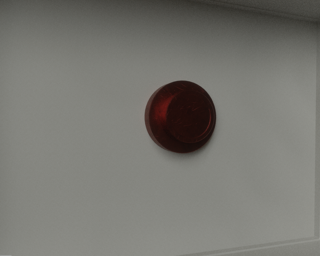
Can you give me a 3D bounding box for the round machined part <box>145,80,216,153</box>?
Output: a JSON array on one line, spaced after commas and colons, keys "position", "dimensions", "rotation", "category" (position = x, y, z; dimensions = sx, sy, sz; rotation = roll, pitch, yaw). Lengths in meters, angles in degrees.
[{"position": [0.033, -0.015, 0.413], "dimensions": [0.099, 0.042, 0.097], "rotation": [0, 90, -20], "category": "round machined part"}]
